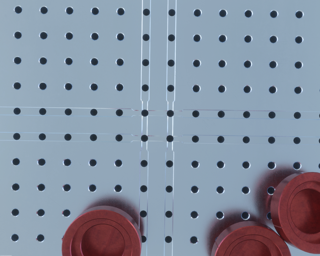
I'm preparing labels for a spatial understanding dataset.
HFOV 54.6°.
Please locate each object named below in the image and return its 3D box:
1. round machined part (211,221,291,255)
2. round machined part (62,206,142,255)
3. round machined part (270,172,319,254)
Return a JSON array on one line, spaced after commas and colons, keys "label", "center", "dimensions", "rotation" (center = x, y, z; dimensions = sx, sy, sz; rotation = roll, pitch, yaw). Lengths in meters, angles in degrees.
[{"label": "round machined part", "center": [0.116, 0.170, 0.406], "dimensions": [0.099, 0.042, 0.097], "rotation": [0, 90, 0]}, {"label": "round machined part", "center": [-0.073, 0.150, 0.405], "dimensions": [0.099, 0.042, 0.097], "rotation": [0, 90, 0]}, {"label": "round machined part", "center": [0.188, 0.106, 0.399], "dimensions": [0.099, 0.042, 0.098], "rotation": [1, 81, -9]}]
